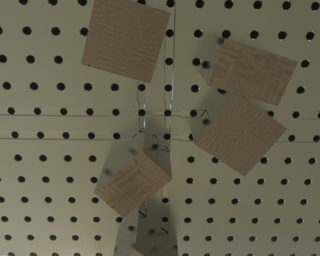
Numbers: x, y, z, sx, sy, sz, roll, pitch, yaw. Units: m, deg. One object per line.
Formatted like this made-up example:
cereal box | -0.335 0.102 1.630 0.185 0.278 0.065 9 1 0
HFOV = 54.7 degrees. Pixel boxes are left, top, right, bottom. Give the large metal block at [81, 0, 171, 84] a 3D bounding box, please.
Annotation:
large metal block | -0.038 -0.105 0.361 0.080 0.050 0.079 15 109 -6

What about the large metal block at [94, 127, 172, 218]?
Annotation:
large metal block | -0.033 0.055 0.404 0.080 0.080 0.050 -41 106 13

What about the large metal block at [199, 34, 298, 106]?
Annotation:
large metal block | 0.096 -0.070 0.360 0.080 0.080 0.050 16 109 -6

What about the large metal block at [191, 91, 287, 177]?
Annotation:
large metal block | 0.099 0.002 0.402 0.080 0.050 0.080 33 107 -12

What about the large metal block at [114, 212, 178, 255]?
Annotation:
large metal block | -0.019 0.185 0.452 0.080 0.080 0.050 40 105 -14
